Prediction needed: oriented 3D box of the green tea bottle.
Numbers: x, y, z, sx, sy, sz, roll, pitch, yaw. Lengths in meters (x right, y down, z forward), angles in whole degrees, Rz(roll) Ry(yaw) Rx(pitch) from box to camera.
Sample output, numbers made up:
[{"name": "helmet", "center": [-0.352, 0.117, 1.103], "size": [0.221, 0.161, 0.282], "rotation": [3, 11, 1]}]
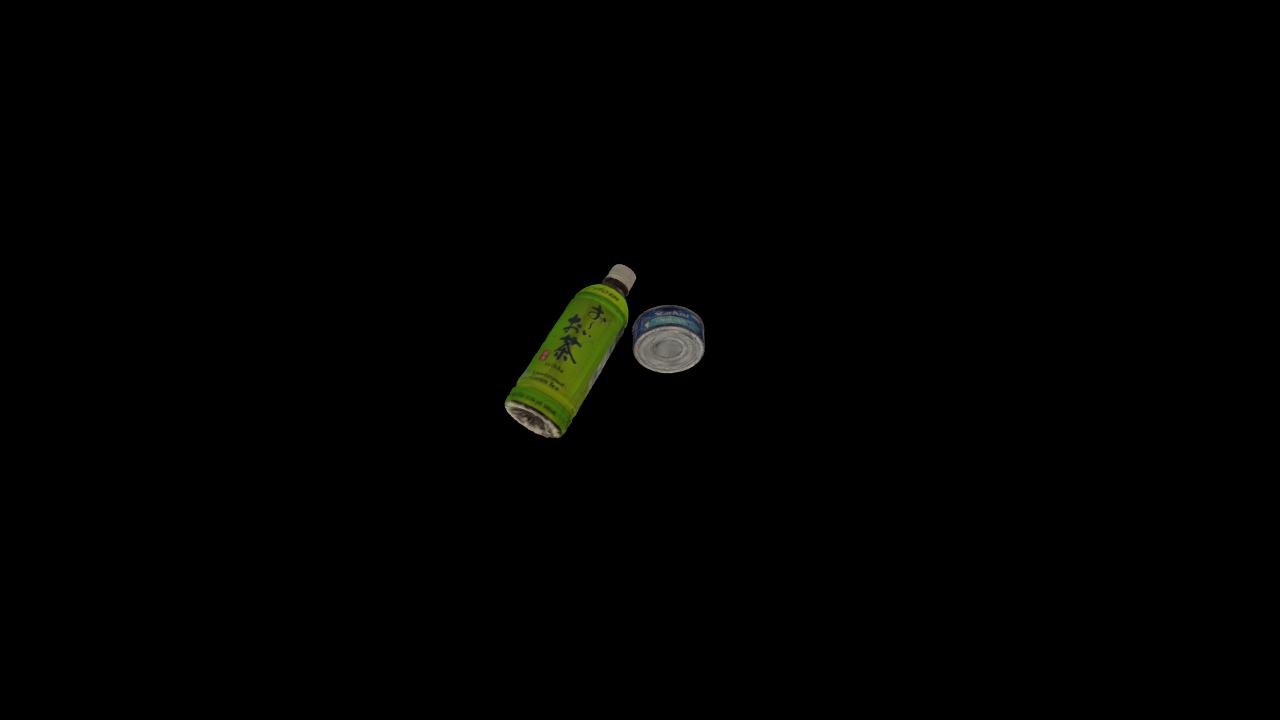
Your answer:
[{"name": "green tea bottle", "center": [-0.063, -0.018, 0.668], "size": [0.073, 0.212, 0.073], "rotation": [23, -29, 13]}]

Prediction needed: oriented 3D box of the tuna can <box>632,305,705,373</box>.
[{"name": "tuna can", "center": [0.033, -0.022, 0.706], "size": [0.084, 0.034, 0.084], "rotation": [1, -41, 1]}]
